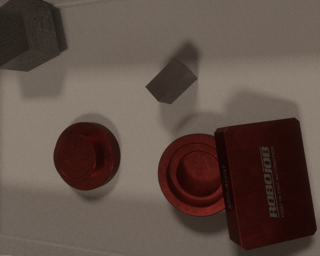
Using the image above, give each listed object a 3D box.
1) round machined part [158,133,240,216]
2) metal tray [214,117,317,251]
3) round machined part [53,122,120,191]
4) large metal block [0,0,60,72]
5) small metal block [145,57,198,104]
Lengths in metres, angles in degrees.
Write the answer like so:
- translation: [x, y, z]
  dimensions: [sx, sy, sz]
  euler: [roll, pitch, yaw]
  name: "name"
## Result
- translation: [0.051, 0.055, 0.383]
  dimensions: [0.098, 0.042, 0.097]
  euler: [0, 90, 19]
  name: "round machined part"
- translation: [0.116, 0.058, 0.344]
  dimensions: [0.091, 0.030, 0.129]
  euler: [-7, 87, -12]
  name: "metal tray"
- translation: [-0.110, 0.040, 0.439]
  dimensions: [0.098, 0.042, 0.097]
  euler: [0, 90, 19]
  name: "round machined part"
- translation: [-0.202, -0.136, 0.457]
  dimensions: [0.080, 0.050, 0.080]
  euler: [-15, 85, 32]
  name: "large metal block"
- translation: [0.016, -0.058, 0.391]
  dimensions: [0.050, 0.050, 0.025]
  euler: [-44, 77, 14]
  name: "small metal block"
